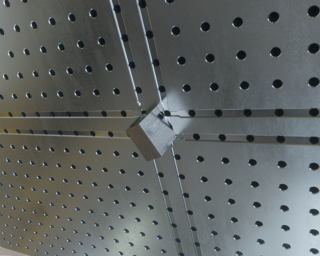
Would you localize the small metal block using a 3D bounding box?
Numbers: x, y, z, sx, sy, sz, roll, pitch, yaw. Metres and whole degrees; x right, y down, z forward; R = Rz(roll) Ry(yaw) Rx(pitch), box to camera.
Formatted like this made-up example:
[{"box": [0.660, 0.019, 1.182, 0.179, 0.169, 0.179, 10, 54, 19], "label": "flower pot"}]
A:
[{"box": [-0.010, 0.007, 0.405, 0.025, 0.050, 0.050, -25, 105, 37], "label": "small metal block"}]
